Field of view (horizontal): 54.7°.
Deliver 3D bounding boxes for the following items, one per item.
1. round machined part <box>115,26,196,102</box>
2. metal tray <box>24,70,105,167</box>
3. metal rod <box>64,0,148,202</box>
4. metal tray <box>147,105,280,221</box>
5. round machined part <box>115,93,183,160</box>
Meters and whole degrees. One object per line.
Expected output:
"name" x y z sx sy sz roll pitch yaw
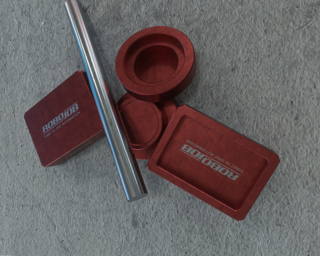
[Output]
"round machined part" -0.003 -0.076 0.391 0.098 0.042 0.098 -4 67 11
"metal tray" -0.131 -0.011 0.442 0.130 0.030 0.090 -31 77 26
"metal rod" -0.076 -0.051 0.402 0.025 0.025 0.299 -29 68 17
"metal tray" 0.062 0.039 0.374 0.130 0.030 0.090 29 99 7
"round machined part" -0.022 -0.007 0.409 0.098 0.042 0.097 0 90 20
